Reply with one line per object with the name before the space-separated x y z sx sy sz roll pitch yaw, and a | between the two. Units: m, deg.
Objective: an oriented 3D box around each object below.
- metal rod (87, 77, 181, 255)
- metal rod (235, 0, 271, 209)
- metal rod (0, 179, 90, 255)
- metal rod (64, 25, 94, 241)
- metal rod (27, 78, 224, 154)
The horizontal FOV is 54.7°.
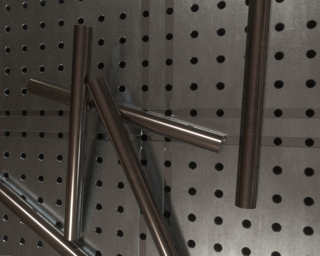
metal rod | -0.026 0.075 0.404 0.025 0.025 0.299 -24 88 18
metal rod | 0.113 -0.054 0.372 0.025 0.025 0.298 4 91 19
metal rod | -0.163 0.162 0.468 0.300 0.025 0.025 33 101 16
metal rod | -0.114 0.014 0.430 0.025 0.025 0.298 9 101 19
metal rod | -0.060 -0.022 0.432 0.301 0.025 0.025 18 96 18
